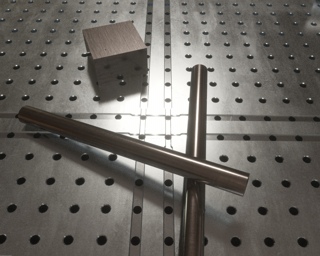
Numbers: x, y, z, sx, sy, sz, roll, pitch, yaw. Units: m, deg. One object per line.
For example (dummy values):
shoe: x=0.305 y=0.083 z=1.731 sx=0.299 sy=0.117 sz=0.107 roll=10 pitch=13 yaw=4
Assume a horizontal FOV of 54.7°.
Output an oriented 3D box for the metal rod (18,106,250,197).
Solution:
metal rod: x=-0.047 y=0.020 z=0.369 sx=0.301 sy=0.025 sz=0.025 roll=16 pitch=52 yaw=20

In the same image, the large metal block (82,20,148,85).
large metal block: x=-0.071 y=-0.121 z=0.492 sx=0.081 sy=0.050 sz=0.080 roll=-16 pitch=52 yaw=-14

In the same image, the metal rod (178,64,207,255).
metal rod: x=0.045 y=0.024 z=0.387 sx=0.025 sy=0.025 sz=0.300 roll=5 pitch=50 yaw=4
